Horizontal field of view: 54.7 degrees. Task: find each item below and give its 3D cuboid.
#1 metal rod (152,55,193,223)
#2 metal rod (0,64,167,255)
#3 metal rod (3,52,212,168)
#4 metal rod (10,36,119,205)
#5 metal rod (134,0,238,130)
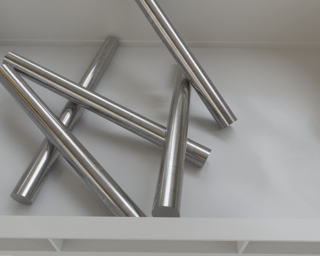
[{"bbox_3d":[0.024,-0.019,0.386,0.025,0.025,0.300,6,40,5],"label":"metal rod"},{"bbox_3d":[-0.104,0.022,0.358,0.025,0.025,0.300,-36,67,-26],"label":"metal rod"},{"bbox_3d":[-0.076,-0.028,0.402,0.301,0.025,0.025,26,55,11],"label":"metal rod"},{"bbox_3d":[-0.116,-0.034,0.432,0.025,0.025,0.300,11,51,9],"label":"metal rod"},{"bbox_3d":[0.012,-0.129,0.427,0.025,0.025,0.299,-31,84,-23],"label":"metal rod"}]
